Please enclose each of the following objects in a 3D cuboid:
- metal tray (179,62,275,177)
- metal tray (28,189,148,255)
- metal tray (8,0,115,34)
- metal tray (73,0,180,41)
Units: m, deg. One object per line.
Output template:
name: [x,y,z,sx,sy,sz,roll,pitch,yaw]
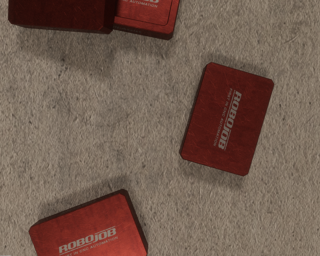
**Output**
metal tray: [0.086,-0.011,0.409,0.091,0.030,0.129,16,90,-1]
metal tray: [-0.091,0.145,0.406,0.131,0.030,0.090,-21,90,-1]
metal tray: [-0.122,-0.169,0.384,0.131,0.030,0.089,8,99,13]
metal tray: [-0.039,-0.174,0.406,0.131,0.030,0.089,11,90,-1]
